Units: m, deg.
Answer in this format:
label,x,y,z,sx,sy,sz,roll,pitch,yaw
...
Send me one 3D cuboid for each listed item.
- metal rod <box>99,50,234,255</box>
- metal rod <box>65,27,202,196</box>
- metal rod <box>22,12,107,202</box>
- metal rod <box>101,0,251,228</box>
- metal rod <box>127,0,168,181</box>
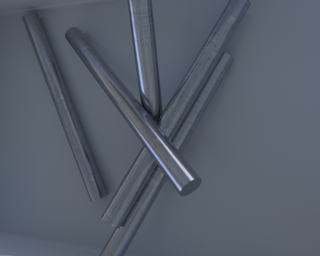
label,x,y,z,sx,sy,sz,roll,pitch,yaw
metal rod,0.006,0.041,0.372,0.025,0.025,0.299,28,85,18
metal rod,-0.049,-0.041,0.374,0.025,0.025,0.300,-48,55,14
metal rod,-0.144,-0.036,0.461,0.025,0.025,0.299,-25,82,18
metal rod,0.020,-0.023,0.358,0.025,0.025,0.299,29,86,17
metal rod,-0.014,-0.067,0.348,0.025,0.025,0.298,4,117,20
